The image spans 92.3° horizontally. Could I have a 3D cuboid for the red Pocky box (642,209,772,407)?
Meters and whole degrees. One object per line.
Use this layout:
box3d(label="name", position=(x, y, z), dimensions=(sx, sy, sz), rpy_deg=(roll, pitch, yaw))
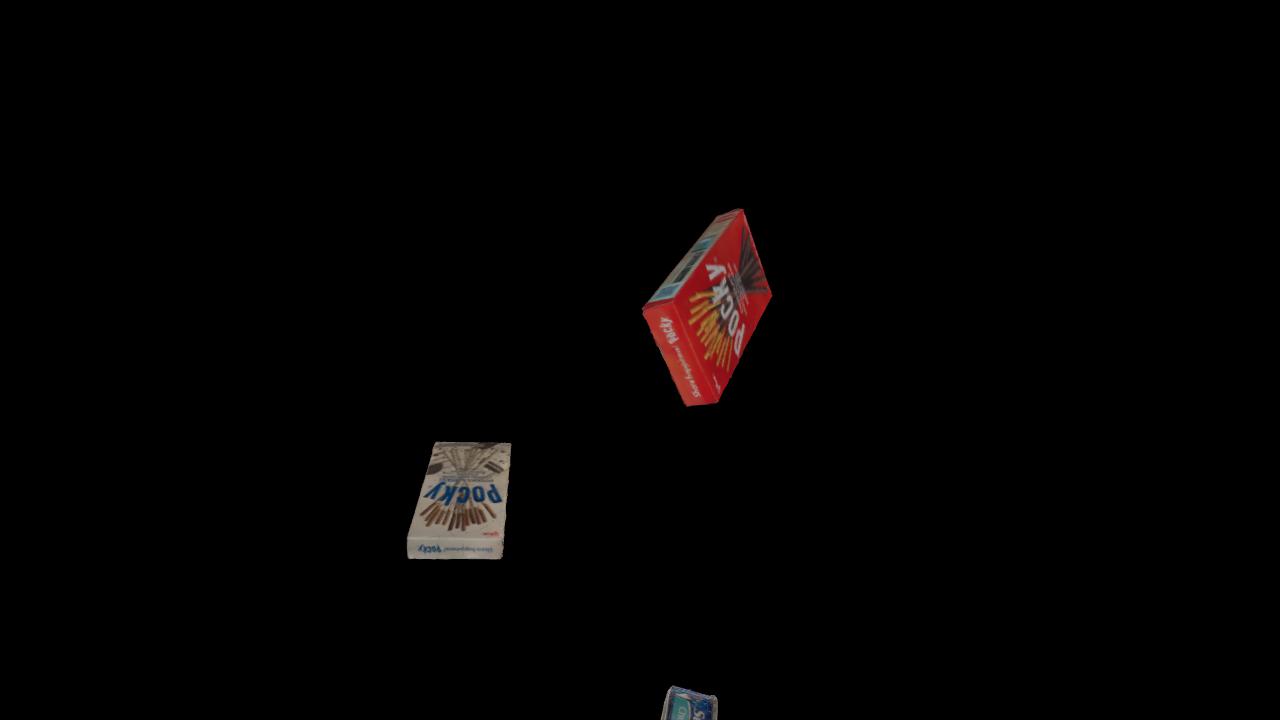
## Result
box3d(label="red Pocky box", position=(0.057, -0.043, 0.455), dimensions=(0.028, 0.083, 0.155), rpy_deg=(-7, 31, 33))

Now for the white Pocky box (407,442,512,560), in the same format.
box3d(label="white Pocky box", position=(-0.172, 0.133, 0.604), dimensions=(0.084, 0.028, 0.154), rpy_deg=(3, 25, -10))

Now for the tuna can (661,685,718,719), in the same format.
box3d(label="tuna can", position=(0.026, 0.262, 0.403), dimensions=(0.034, 0.084, 0.084), rpy_deg=(13, 2, 7))
